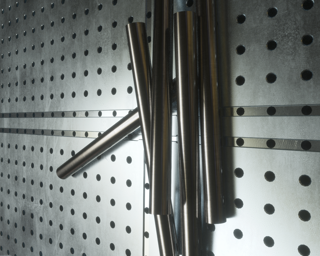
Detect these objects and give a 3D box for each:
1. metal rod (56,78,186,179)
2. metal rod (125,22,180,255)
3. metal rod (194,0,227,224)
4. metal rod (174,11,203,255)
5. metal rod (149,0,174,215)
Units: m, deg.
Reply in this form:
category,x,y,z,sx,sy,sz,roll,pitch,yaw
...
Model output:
category,x,y,z,sx,sy,sz,roll,pitch,yaw
metal rod,-0.069,0.011,0.463,0.299,0.025,0.025,-34,69,34
metal rod,-0.009,0.020,0.389,0.025,0.025,0.298,-6,94,39
metal rod,0.058,-0.042,0.360,0.025,0.025,0.298,-4,88,39
metal rod,0.034,0.019,0.363,0.025,0.025,0.298,2,96,39
metal rod,0.003,-0.051,0.371,0.025,0.025,0.298,-6,78,39
